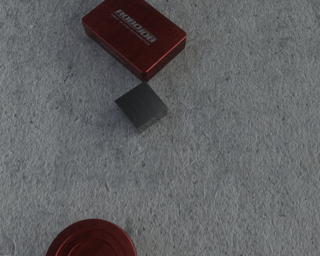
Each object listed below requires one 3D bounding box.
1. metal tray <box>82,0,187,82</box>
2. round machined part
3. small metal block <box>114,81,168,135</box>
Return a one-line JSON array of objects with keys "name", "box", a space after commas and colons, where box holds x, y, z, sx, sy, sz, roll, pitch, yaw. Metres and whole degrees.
[{"name": "metal tray", "box": [-0.038, -0.140, 0.456, 0.130, 0.030, 0.090, 42, 75, 13]}, {"name": "round machined part", "box": [-0.073, 0.152, 0.343, 0.099, 0.042, 0.098, 0, 70, -1]}, {"name": "small metal block", "box": [-0.025, -0.027, 0.418, 0.050, 0.025, 0.050, -36, 74, -12]}]
